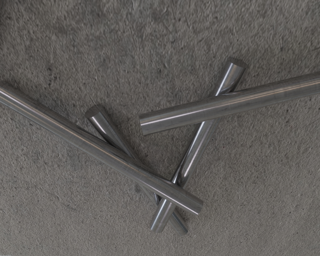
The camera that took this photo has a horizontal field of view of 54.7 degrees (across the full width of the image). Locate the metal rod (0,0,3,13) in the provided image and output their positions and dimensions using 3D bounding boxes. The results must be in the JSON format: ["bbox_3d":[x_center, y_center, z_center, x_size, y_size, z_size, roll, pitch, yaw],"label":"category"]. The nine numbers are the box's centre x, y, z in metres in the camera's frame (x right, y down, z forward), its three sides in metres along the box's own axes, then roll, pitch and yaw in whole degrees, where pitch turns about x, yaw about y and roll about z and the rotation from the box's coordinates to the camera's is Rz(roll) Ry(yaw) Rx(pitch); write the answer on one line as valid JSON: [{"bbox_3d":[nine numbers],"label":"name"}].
[{"bbox_3d":[-0.181,-0.105,0.315,0.025,0.025,0.298,24,126,-19],"label":"metal rod"}]

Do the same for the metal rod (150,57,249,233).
[{"bbox_3d":[0.041,0.044,0.425,0.025,0.025,0.298,14,123,-12],"label":"metal rod"}]

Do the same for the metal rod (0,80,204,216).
[{"bbox_3d":[-0.070,0.033,0.401,0.301,0.025,0.025,33,123,-13],"label":"metal rod"}]

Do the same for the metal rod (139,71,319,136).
[{"bbox_3d":[0.126,-0.038,0.346,0.302,0.025,0.025,-14,130,0],"label":"metal rod"}]

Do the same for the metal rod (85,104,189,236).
[{"bbox_3d":[-0.021,0.082,0.476,0.025,0.025,0.299,-19,128,15],"label":"metal rod"}]
